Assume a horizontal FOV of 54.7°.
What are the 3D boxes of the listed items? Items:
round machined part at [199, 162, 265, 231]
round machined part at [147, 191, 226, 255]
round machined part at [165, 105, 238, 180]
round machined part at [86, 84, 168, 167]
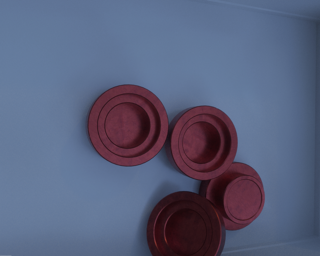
[{"bbox_3d":[0.109,0.098,0.442,0.099,0.042,0.097,0,90,-20],"label":"round machined part"},{"bbox_3d":[0.036,0.133,0.396,0.042,0.098,0.098,39,74,-57],"label":"round machined part"},{"bbox_3d":[0.052,0.019,0.421,0.099,0.042,0.097,0,90,-20],"label":"round machined part"},{"bbox_3d":[-0.043,-0.003,0.386,0.099,0.042,0.097,0,90,-20],"label":"round machined part"}]
